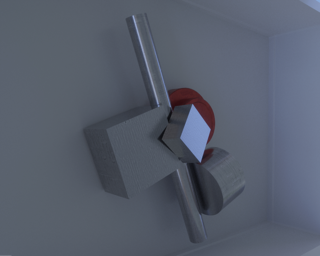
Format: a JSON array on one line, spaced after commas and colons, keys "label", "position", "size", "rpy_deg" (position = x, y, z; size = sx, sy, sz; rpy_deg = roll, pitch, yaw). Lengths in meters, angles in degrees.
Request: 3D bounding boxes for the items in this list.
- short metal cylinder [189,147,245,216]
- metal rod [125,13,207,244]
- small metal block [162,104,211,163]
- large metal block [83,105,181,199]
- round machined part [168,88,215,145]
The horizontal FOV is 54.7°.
[{"label": "short metal cylinder", "position": [0.069, 0.073, 0.430], "size": [0.050, 0.080, 0.080], "rpy_deg": [-26, 107, -37]}, {"label": "metal rod", "position": [0.013, 0.011, 0.390], "size": [0.025, 0.025, 0.298], "rpy_deg": [-26, 107, -37]}, {"label": "small metal block", "position": [0.033, 0.007, 0.372], "size": [0.050, 0.025, 0.050], "rpy_deg": [50, 49, -37]}, {"label": "large metal block", "position": [-0.030, 0.024, 0.361], "size": [0.081, 0.050, 0.080], "rpy_deg": [-26, 107, -37]}, {"label": "round machined part", "position": [0.038, -0.007, 0.427], "size": [0.099, 0.042, 0.097], "rpy_deg": [0, 90, -40]}]
